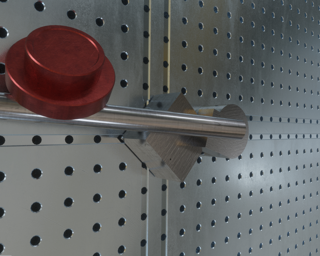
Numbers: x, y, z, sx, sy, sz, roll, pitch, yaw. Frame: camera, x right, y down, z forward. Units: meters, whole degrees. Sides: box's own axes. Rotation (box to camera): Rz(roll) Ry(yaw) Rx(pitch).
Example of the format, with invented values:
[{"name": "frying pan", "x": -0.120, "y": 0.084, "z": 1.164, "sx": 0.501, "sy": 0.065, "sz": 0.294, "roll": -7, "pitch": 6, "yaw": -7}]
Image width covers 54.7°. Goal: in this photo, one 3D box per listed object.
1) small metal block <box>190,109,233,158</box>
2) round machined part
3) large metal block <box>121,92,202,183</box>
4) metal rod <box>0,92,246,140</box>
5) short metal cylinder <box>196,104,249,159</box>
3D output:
[{"name": "small metal block", "x": 0.071, "y": 0.007, "z": 0.403, "sx": 0.050, "sy": 0.025, "sz": 0.050, "roll": 24, "pitch": 75, "yaw": -38}, {"name": "round machined part", "x": -0.089, "y": -0.058, "z": 0.289, "sx": 0.099, "sy": 0.042, "sz": 0.098, "roll": 14, "pitch": 48, "yaw": -15}, {"name": "large metal block", "x": 0.011, "y": 0.011, "z": 0.401, "sx": 0.080, "sy": 0.050, "sz": 0.080, "roll": 52, "pitch": 60, "yaw": -28}, {"name": "metal rod", "x": -0.041, "y": -0.011, "z": 0.319, "sx": 0.302, "sy": 0.025, "sz": 0.025, "roll": 5, "pitch": 87, "yaw": -23}, {"name": "short metal cylinder", "x": 0.090, "y": 0.005, "z": 0.471, "sx": 0.081, "sy": 0.050, "sz": 0.079, "roll": 0, "pitch": 90, "yaw": -40}]
